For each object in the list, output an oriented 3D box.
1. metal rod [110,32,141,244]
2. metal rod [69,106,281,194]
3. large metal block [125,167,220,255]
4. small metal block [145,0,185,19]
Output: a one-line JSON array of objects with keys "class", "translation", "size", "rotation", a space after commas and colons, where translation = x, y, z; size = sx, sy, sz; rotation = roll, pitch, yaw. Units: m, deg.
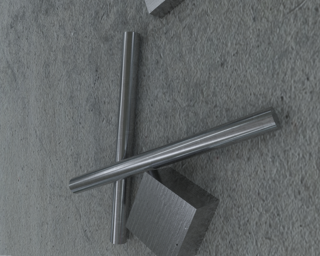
[{"class": "metal rod", "translation": [-0.050, 0.016, 0.443], "size": [0.025, 0.025, 0.298], "rotation": [7, 94, 39]}, {"class": "metal rod", "translation": [-0.005, 0.038, 0.384], "size": [0.300, 0.025, 0.025], "rotation": [-22, 76, 30]}, {"class": "large metal block", "translation": [0.013, 0.104, 0.376], "size": [0.080, 0.050, 0.079], "rotation": [31, 109, 35]}, {"class": "small metal block", "translation": [0.005, -0.179, 0.399], "size": [0.050, 0.025, 0.050], "rotation": [-28, 73, 36]}]
